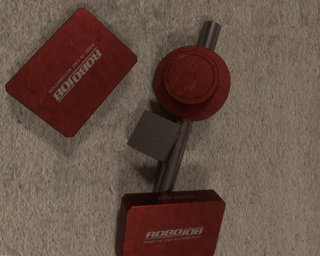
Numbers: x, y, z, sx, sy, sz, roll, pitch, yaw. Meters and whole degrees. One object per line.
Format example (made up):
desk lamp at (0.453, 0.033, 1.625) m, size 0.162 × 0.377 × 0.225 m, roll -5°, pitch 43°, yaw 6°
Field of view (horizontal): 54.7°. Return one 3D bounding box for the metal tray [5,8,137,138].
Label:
metal tray at (-0.101, -0.064, 0.369) m, size 0.090 × 0.030 × 0.130 m, roll 41°, pitch 77°, yaw -16°

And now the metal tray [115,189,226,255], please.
metal tray at (0.013, 0.128, 0.398) m, size 0.131 × 0.030 × 0.089 m, roll 2°, pitch 109°, yaw -21°

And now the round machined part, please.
round machined part at (0.040, -0.059, 0.394) m, size 0.099 × 0.042 × 0.097 m, roll -1°, pitch 81°, yaw 7°

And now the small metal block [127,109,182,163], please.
small metal block at (-0.006, 0.011, 0.396) m, size 0.050 × 0.025 × 0.050 m, roll 25°, pitch 80°, yaw 12°

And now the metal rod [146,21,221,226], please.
metal rod at (0.031, -0.003, 0.421) m, size 0.025 × 0.025 × 0.299 m, roll 19°, pitch 84°, yaw -20°
